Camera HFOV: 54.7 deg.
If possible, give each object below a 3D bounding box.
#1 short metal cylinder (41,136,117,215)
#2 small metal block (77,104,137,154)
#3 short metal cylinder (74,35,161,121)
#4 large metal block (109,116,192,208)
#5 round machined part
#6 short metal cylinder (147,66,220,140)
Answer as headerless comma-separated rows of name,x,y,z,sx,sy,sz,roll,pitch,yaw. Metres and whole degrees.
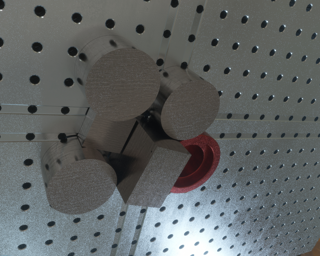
short metal cylinder,-0.099,0.057,0.376,0.081,0.050,0.079,-14,124,-21
small metal block,-0.064,0.000,0.375,0.050,0.025,0.050,16,110,-35
short metal cylinder,-0.047,-0.054,0.336,0.081,0.050,0.079,-14,124,-21
large metal block,-0.018,0.040,0.386,0.050,0.080,0.080,17,110,-35
round machined part,0.034,0.042,0.444,0.099,0.042,0.097,-14,124,-21
short metal cylinder,0.027,-0.032,0.390,0.081,0.050,0.079,-14,124,-21
